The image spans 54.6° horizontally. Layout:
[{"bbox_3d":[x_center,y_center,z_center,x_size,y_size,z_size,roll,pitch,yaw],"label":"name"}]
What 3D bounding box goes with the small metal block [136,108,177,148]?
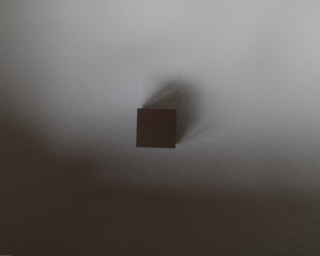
[{"bbox_3d":[-0.005,0.000,0.408,0.050,0.025,0.050,2,90,0],"label":"small metal block"}]
